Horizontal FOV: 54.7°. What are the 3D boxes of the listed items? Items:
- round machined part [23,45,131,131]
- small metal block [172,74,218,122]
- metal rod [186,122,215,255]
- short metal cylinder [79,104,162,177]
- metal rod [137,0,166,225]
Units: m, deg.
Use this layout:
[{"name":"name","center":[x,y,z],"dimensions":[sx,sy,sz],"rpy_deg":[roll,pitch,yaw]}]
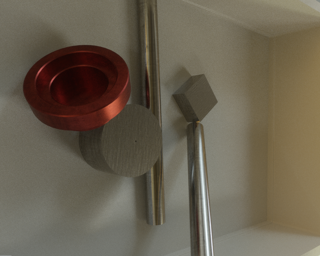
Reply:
[{"name":"round machined part","center":[-0.078,-0.035,0.308],"dimensions":[0.098,0.098,0.042],"rpy_deg":[-48,155,-30]},{"name":"small metal block","center":[0.052,-0.043,0.453],"dimensions":[0.050,0.025,0.050],"rpy_deg":[-46,118,-30]},{"name":"metal rod","center":[0.046,0.109,0.353],"dimensions":[0.025,0.025,0.300],"rpy_deg":[40,35,-33]},{"name":"short metal cylinder","center":[-0.044,0.014,0.355],"dimensions":[0.081,0.050,0.079],"rpy_deg":[0,90,-40]},{"name":"metal rod","center":[-0.011,-0.026,0.399],"dimensions":[0.025,0.025,0.298],"rpy_deg":[-4,93,-40]}]
